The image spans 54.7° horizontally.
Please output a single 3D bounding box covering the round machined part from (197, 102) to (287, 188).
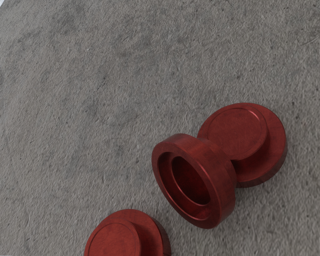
[{"bbox_3d":[0.086,0.013,0.340,0.098,0.042,0.098,-13,56,21],"label":"round machined part"}]

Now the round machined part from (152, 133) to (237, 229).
[{"bbox_3d":[0.038,0.049,0.317,0.042,0.097,0.098,-29,44,-30],"label":"round machined part"}]

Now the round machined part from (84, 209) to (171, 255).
[{"bbox_3d":[-0.041,0.135,0.332,0.098,0.042,0.098,-13,56,21],"label":"round machined part"}]
